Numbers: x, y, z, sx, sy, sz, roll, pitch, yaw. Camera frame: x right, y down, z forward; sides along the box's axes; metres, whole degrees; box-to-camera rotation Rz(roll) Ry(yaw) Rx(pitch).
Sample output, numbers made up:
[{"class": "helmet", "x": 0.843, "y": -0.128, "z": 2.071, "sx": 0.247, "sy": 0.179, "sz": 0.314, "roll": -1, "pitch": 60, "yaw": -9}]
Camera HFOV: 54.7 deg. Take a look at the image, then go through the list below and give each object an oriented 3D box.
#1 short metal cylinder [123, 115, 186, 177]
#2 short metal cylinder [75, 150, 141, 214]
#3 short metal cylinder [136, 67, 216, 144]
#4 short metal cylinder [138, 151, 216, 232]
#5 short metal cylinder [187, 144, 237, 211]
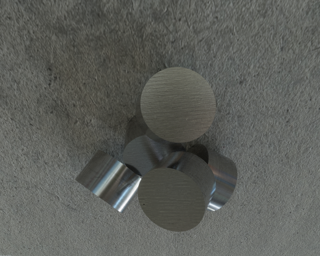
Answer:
[{"class": "short metal cylinder", "x": -0.007, "y": 0.021, "z": 0.410, "sx": 0.081, "sy": 0.050, "sz": 0.079, "roll": -1, "pitch": 130, "yaw": 0}, {"class": "short metal cylinder", "x": -0.069, "y": 0.074, "z": 0.427, "sx": 0.080, "sy": 0.050, "sz": 0.080, "roll": 33, "pitch": 164, "yaw": 11}, {"class": "short metal cylinder", "x": 0.015, "y": -0.022, "z": 0.346, "sx": 0.081, "sy": 0.080, "sz": 0.050, "roll": 10, "pitch": 173, "yaw": -9}, {"class": "short metal cylinder", "x": 0.021, "y": 0.074, "z": 0.367, "sx": 0.080, "sy": 0.050, "sz": 0.079, "roll": 7, "pitch": 110, "yaw": 21}, {"class": "short metal cylinder", "x": 0.060, "y": 0.069, "z": 0.431, "sx": 0.050, "sy": 0.080, "sz": 0.080, "roll": 28, "pitch": 125, "yaw": -22}]
